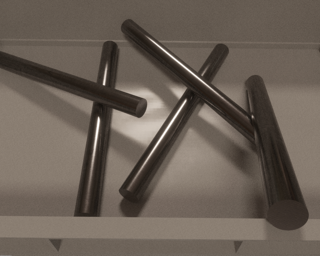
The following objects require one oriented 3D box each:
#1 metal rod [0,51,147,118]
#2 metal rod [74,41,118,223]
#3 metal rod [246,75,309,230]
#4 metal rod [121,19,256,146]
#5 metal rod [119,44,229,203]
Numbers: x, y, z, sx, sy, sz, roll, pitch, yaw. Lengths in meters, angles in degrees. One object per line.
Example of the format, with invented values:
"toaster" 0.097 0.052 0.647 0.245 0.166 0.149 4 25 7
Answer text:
"metal rod" -0.152 -0.072 0.441 0.301 0.025 0.025 20 53 24
"metal rod" -0.080 -0.021 0.421 0.025 0.025 0.300 -1 50 -1
"metal rod" 0.113 -0.006 0.333 0.025 0.025 0.301 10 26 8
"metal rod" 0.040 -0.070 0.430 0.025 0.025 0.300 -31 59 -24
"metal rod" 0.034 -0.027 0.428 0.025 0.025 0.301 22 53 17
